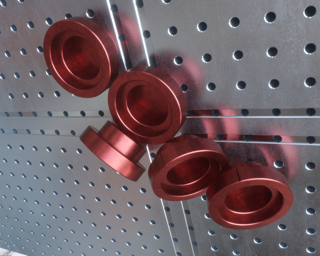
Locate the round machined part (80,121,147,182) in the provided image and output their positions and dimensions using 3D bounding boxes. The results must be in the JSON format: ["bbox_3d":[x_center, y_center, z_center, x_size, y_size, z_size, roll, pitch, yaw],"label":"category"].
[{"bbox_3d":[-0.057,0.026,0.422,0.098,0.098,0.042,38,87,2],"label":"round machined part"}]

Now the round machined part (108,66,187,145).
[{"bbox_3d":[-0.012,-0.031,0.386,0.098,0.042,0.097,13,124,21],"label":"round machined part"}]

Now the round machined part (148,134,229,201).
[{"bbox_3d":[0.032,0.046,0.389,0.099,0.042,0.097,-11,136,-11],"label":"round machined part"}]

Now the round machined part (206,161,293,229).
[{"bbox_3d":[0.105,0.078,0.377,0.099,0.042,0.097,-1,130,-1],"label":"round machined part"}]

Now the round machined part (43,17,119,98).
[{"bbox_3d":[-0.094,-0.091,0.392,0.098,0.042,0.097,13,124,20],"label":"round machined part"}]
